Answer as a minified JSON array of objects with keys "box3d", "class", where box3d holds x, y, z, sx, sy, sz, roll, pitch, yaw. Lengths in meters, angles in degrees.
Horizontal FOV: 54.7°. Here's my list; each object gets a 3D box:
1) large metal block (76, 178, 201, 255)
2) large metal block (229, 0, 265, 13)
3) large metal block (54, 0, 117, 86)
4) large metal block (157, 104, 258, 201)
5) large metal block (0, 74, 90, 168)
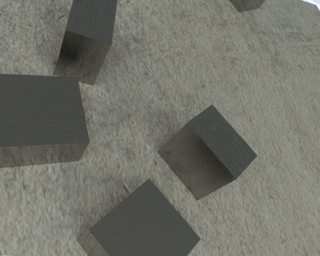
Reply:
[{"box3d":[-0.021,0.112,0.309,0.080,0.050,0.081,49,51,6],"class":"large metal block"},{"box3d":[0.187,-0.306,0.679,0.081,0.050,0.080,-27,77,-37],"class":"large metal block"},{"box3d":[-0.093,-0.114,0.389,0.050,0.080,0.080,14,56,-21],"class":"large metal block"},{"box3d":[0.055,0.032,0.381,0.080,0.080,0.050,50,51,6],"class":"large metal block"},{"box3d":[-0.126,-0.008,0.325,0.081,0.050,0.080,-2,63,-30],"class":"large metal block"}]
